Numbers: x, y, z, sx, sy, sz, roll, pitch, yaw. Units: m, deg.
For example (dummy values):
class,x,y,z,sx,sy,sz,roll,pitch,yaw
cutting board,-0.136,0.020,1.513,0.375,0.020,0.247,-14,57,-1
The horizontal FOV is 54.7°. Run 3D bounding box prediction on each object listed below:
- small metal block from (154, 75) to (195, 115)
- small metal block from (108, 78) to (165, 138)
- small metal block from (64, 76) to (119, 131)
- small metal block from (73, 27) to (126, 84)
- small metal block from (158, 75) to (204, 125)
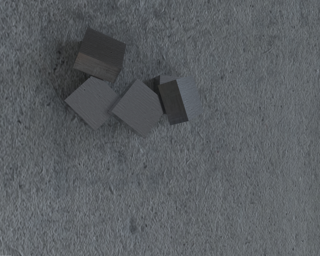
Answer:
class,x,y,z,sx,sy,sz,roll,pitch,yaw
small metal block,0.019,-0.043,0.418,0.050,0.025,0.050,2,89,-21
small metal block,-0.026,-0.023,0.374,0.050,0.025,0.050,40,77,-16
small metal block,-0.081,-0.032,0.380,0.050,0.025,0.050,-47,105,-14
small metal block,-0.071,-0.087,0.372,0.050,0.025,0.050,20,47,-19
small metal block,0.027,-0.035,0.381,0.050,0.025,0.050,-28,103,-58
